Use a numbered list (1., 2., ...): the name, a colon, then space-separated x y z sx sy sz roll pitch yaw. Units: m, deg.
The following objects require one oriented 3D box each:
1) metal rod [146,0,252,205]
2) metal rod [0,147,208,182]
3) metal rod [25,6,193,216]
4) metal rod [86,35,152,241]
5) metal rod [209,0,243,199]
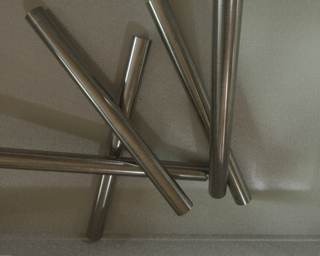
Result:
1. metal rod: 0.058 -0.022 0.403 0.025 0.025 0.299 -24 109 8
2. metal rod: -0.081 0.047 0.395 0.302 0.025 0.025 6 111 -16
3. metal rod: -0.057 -0.015 0.379 0.025 0.025 0.299 -35 97 12
4. metal rod: -0.061 0.027 0.420 0.025 0.025 0.298 14 109 -6
5. metal rod: 0.067 -0.019 0.338 0.025 0.025 0.298 -6 133 2
